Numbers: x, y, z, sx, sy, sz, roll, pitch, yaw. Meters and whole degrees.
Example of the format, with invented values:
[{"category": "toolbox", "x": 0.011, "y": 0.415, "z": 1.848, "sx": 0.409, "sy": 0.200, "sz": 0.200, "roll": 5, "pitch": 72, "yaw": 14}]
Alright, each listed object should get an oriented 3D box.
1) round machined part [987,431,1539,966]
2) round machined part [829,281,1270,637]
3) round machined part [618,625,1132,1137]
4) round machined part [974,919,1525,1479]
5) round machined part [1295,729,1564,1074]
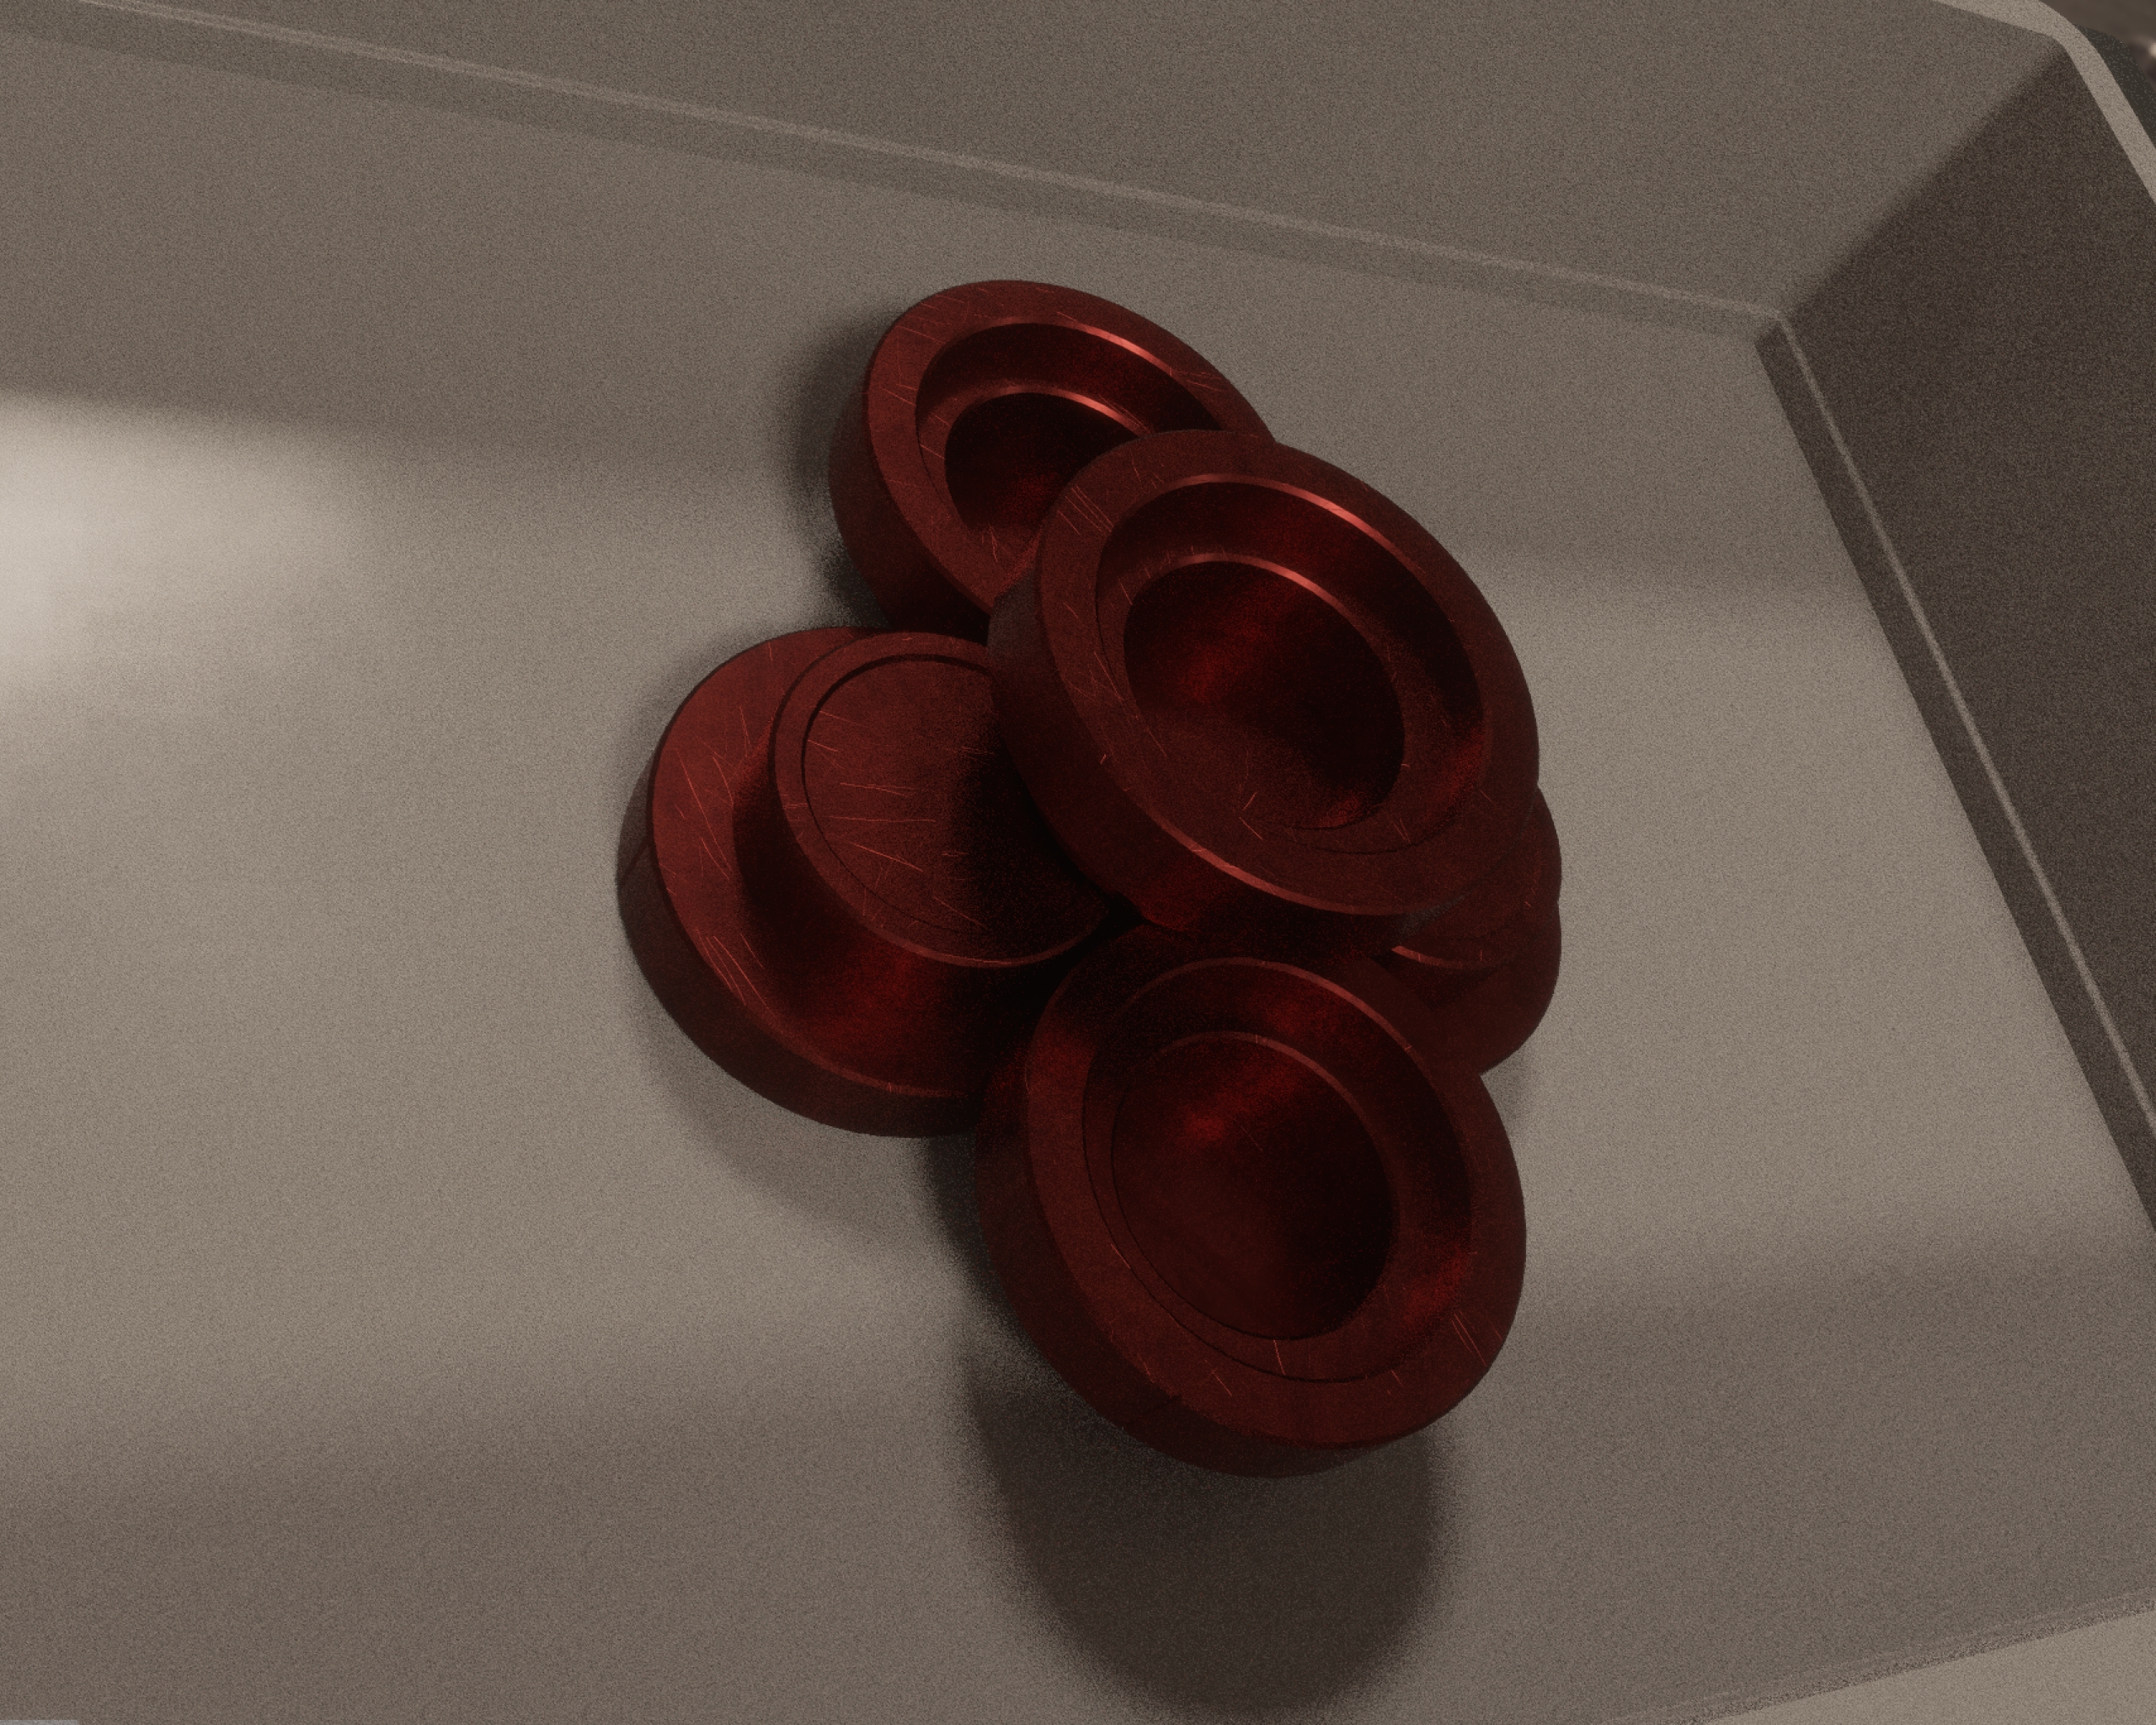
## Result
[{"category": "round machined part", "x": 0.029, "y": -0.025, "z": 0.371, "sx": 0.099, "sy": 0.042, "sz": 0.098, "roll": 14, "pitch": 56, "yaw": -21}, {"category": "round machined part", "x": -0.005, "y": -0.069, "z": 0.433, "sx": 0.099, "sy": 0.042, "sz": 0.098, "roll": 14, "pitch": 56, "yaw": -21}, {"category": "round machined part", "x": -0.030, "y": -0.003, "z": 0.380, "sx": 0.099, "sy": 0.042, "sz": 0.098, "roll": 14, "pitch": 56, "yaw": -21}, {"category": "round machined part", "x": 0.027, "y": 0.061, "z": 0.371, "sx": 0.099, "sy": 0.042, "sz": 0.098, "roll": 14, "pitch": 56, "yaw": -21}, {"category": "round machined part", "x": 0.059, "y": 0.000, "z": 0.425, "sx": 0.099, "sy": 0.042, "sz": 0.098, "roll": 14, "pitch": 56, "yaw": -21}]
